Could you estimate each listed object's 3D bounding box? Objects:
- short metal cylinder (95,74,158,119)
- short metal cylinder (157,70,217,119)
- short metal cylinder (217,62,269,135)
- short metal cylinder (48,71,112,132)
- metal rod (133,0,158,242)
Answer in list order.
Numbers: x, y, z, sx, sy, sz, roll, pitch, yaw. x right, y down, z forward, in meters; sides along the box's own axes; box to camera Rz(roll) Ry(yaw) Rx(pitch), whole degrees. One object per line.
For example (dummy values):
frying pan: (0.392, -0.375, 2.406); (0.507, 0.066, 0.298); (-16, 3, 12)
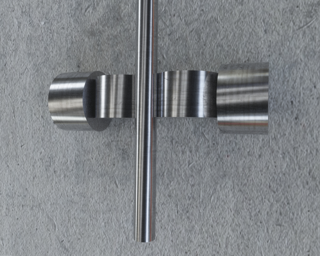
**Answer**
short metal cylinder: (-0.042, -0.037, 0.396); (0.080, 0.080, 0.050); (1, 91, 20)
short metal cylinder: (0.033, -0.037, 0.369); (0.080, 0.080, 0.050); (1, 91, 20)
short metal cylinder: (0.096, -0.032, 0.347); (0.050, 0.080, 0.080); (1, 90, 20)
short metal cylinder: (-0.103, -0.036, 0.417); (0.050, 0.080, 0.080); (1, 90, 20)
metal rod: (-0.016, -0.024, 0.350); (0.025, 0.025, 0.298); (1, 90, 20)
